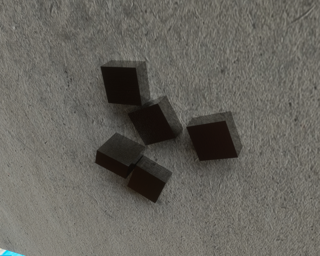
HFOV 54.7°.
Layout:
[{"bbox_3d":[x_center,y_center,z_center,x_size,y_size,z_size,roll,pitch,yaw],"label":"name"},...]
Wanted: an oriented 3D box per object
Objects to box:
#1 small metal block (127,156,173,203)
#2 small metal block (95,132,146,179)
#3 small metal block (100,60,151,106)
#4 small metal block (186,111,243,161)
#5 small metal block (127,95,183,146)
[{"bbox_3d":[-0.016,0.077,0.463,0.050,0.025,0.050,30,128,9],"label":"small metal block"},{"bbox_3d":[-0.056,0.038,0.444,0.050,0.050,0.025,26,127,12],"label":"small metal block"},{"bbox_3d":[-0.043,-0.058,0.394,0.050,0.025,0.050,7,122,24],"label":"small metal block"},{"bbox_3d":[0.067,0.011,0.378,0.050,0.025,0.050,-10,114,32],"label":"small metal block"},{"bbox_3d":[-0.006,-0.009,0.404,0.050,0.025,0.050,-16,110,34],"label":"small metal block"}]
